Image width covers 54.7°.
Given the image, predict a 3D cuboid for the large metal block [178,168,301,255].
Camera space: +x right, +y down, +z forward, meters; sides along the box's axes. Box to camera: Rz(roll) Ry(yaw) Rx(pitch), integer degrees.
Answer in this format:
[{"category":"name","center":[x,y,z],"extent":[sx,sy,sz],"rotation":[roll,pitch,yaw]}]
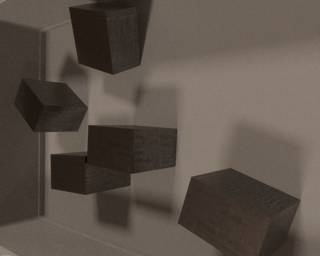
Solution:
[{"category":"large metal block","center":[0.079,0.082,0.305],"extent":[0.080,0.081,0.050],"rotation":[24,105,37]}]

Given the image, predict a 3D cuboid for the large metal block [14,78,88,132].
[{"category":"large metal block","center":[-0.182,-0.037,0.518],"extent":[0.080,0.081,0.050],"rotation":[43,116,31]}]

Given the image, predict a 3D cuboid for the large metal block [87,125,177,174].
[{"category":"large metal block","center":[-0.035,0.023,0.398],"extent":[0.080,0.081,0.050],"rotation":[5,93,39]}]

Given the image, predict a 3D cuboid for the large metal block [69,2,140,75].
[{"category":"large metal block","center":[-0.076,-0.127,0.433],"extent":[0.080,0.050,0.079],"rotation":[23,129,37]}]

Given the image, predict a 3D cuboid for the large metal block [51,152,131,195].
[{"category":"large metal block","center":[-0.101,0.061,0.451],"extent":[0.080,0.081,0.050],"rotation":[-2,89,39]}]
